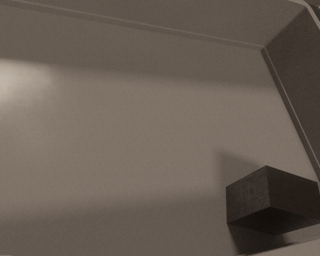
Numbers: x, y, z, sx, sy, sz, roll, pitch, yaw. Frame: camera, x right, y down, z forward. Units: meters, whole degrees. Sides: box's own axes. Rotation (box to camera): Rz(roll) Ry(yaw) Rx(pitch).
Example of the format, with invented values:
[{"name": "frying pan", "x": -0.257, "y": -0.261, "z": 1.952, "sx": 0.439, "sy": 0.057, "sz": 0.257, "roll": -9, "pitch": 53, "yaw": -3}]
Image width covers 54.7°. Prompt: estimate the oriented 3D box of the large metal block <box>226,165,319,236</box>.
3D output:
[{"name": "large metal block", "x": 0.141, "y": 0.095, "z": 0.391, "sx": 0.081, "sy": 0.080, "sz": 0.050, "roll": 19, "pitch": 55, "yaw": -18}]
